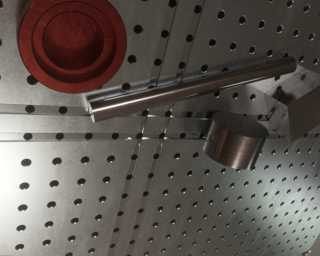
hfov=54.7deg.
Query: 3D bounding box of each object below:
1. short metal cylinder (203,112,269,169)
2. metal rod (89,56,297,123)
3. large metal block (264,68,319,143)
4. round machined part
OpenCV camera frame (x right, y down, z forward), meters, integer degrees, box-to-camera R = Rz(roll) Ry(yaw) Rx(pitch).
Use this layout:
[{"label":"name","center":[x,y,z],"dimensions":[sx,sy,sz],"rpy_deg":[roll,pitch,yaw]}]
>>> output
[{"label":"short metal cylinder","center":[0.108,0.016,0.447],"dimensions":[0.081,0.080,0.050],"rpy_deg":[0,119,-29]},{"label":"metal rod","center":[0.057,-0.056,0.409],"dimensions":[0.302,0.025,0.025],"rpy_deg":[-16,125,-20]},{"label":"large metal block","center":[0.220,-0.036,0.496],"dimensions":[0.080,0.050,0.080],"rpy_deg":[-32,129,-8]},{"label":"round machined part","center":[-0.085,-0.086,0.301],"dimensions":[0.099,0.042,0.097],"rpy_deg":[-14,125,-21]}]
